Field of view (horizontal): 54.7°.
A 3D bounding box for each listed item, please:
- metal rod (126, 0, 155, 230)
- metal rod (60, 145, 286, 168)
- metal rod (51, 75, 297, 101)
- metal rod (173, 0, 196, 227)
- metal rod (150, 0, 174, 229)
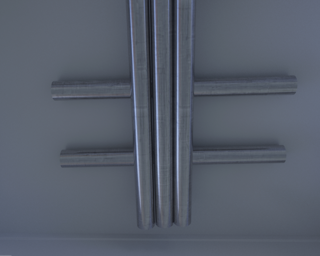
[{"bbox_3d":[-0.022,-0.006,0.380,0.025,0.025,0.298,-1,110,0],"label":"metal rod"},{"bbox_3d":[0.018,0.039,0.425,0.302,0.025,0.025,-1,110,0],"label":"metal rod"},{"bbox_3d":[0.018,-0.051,0.392,0.302,0.025,0.025,-1,110,0],"label":"metal rod"},{"bbox_3d":[0.028,-0.010,0.379,0.025,0.025,0.298,-1,110,0],"label":"metal rod"},{"bbox_3d":[0.004,-0.008,0.379,0.025,0.025,0.298,-1,110,0],"label":"metal rod"}]
